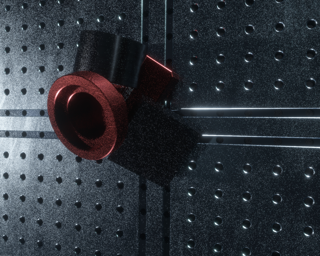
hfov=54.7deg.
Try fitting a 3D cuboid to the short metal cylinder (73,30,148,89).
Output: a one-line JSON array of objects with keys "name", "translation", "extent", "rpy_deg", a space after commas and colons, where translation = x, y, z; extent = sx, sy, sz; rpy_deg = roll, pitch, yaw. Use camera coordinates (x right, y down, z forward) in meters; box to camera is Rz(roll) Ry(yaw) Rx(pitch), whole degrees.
[{"name": "short metal cylinder", "translation": [-0.059, -0.080, 0.371], "extent": [0.080, 0.080, 0.050], "rpy_deg": [14, 95, 19]}]

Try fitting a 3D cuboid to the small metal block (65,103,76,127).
[{"name": "small metal block", "translation": [-0.105, -0.027, 0.402], "extent": [0.025, 0.050, 0.050], "rpy_deg": [20, 97, 18]}]

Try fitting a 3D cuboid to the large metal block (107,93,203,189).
[{"name": "large metal block", "translation": [-0.008, 0.015, 0.382], "extent": [0.080, 0.050, 0.080], "rpy_deg": [30, 101, -14]}]

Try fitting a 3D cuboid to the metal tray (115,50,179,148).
[{"name": "metal tray", "translation": [-0.046, -0.040, 0.426], "extent": [0.090, 0.030, 0.129], "rpy_deg": [36, 101, 16]}]

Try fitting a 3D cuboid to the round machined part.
[{"name": "round machined part", "translation": [-0.076, -0.017, 0.350], "extent": [0.098, 0.042, 0.097], "rpy_deg": [12, 116, 27]}]
